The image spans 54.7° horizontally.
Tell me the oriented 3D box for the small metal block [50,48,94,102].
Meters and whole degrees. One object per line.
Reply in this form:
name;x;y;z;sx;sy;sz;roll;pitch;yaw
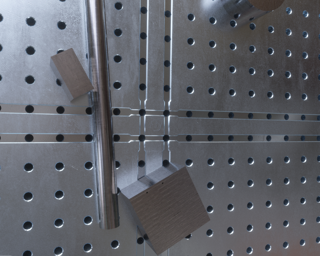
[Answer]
small metal block;-0.104;-0.060;0.361;0.025;0.050;0.050;-30;100;-18

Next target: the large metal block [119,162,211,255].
large metal block;0.006;0.101;0.403;0.081;0.050;0.080;-28;100;-18

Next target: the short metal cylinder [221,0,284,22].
short metal cylinder;0.136;-0.202;0.451;0.081;0.050;0.079;0;90;-21

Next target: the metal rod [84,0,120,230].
metal rod;-0.073;-0.025;0.386;0.025;0.025;0.298;-4;92;-20
